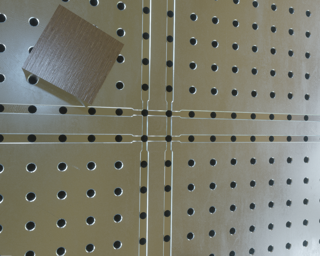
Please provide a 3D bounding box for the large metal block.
[{"bbox_3d":[-0.100,-0.080,0.362,0.080,0.050,0.080,29,81,-18],"label":"large metal block"}]
